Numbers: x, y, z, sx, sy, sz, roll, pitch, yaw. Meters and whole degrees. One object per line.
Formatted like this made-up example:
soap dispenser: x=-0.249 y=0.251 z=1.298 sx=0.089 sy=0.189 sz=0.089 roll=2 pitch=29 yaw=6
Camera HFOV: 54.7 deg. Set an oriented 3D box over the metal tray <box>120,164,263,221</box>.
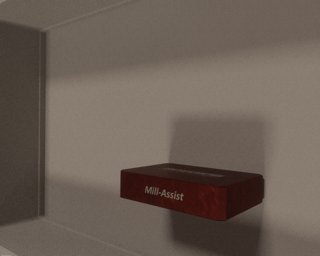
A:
metal tray: x=0.032 y=0.063 z=0.336 sx=0.130 sy=0.091 sz=0.030 roll=2 pitch=91 yaw=39
